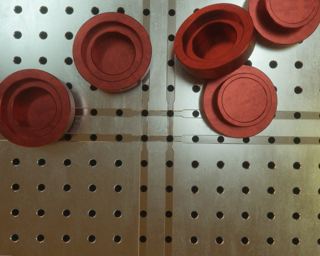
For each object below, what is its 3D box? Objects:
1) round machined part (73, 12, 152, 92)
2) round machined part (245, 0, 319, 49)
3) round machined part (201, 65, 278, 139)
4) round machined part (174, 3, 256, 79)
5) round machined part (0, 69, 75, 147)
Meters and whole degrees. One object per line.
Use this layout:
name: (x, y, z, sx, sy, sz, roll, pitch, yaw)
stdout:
round machined part: (-0.059, -0.095, 0.404, 0.099, 0.042, 0.097, 0, 90, 0)
round machined part: (0.165, -0.158, 0.406, 0.099, 0.042, 0.097, 0, 90, 0)
round machined part: (0.105, -0.035, 0.405, 0.099, 0.042, 0.097, 0, 90, 0)
round machined part: (0.070, -0.104, 0.391, 0.098, 0.042, 0.098, -10, 63, 21)
round machined part: (-0.160, -0.025, 0.404, 0.099, 0.042, 0.097, 0, 90, 0)
